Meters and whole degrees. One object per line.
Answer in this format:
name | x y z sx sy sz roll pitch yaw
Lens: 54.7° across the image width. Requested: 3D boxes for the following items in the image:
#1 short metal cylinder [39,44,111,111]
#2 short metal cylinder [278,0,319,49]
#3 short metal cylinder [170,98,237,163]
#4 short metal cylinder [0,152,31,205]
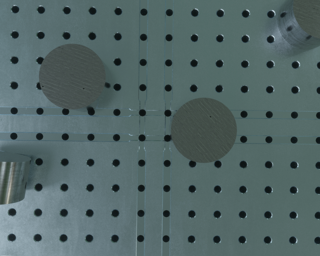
short metal cylinder | -0.106 -0.062 0.399 0.081 0.050 0.079 0 90 -1
short metal cylinder | 0.203 -0.149 0.404 0.081 0.050 0.079 0 90 -1
short metal cylinder | 0.053 0.003 0.402 0.081 0.050 0.079 0 90 -1
short metal cylinder | -0.207 0.059 0.383 0.080 0.080 0.050 10 90 -1
